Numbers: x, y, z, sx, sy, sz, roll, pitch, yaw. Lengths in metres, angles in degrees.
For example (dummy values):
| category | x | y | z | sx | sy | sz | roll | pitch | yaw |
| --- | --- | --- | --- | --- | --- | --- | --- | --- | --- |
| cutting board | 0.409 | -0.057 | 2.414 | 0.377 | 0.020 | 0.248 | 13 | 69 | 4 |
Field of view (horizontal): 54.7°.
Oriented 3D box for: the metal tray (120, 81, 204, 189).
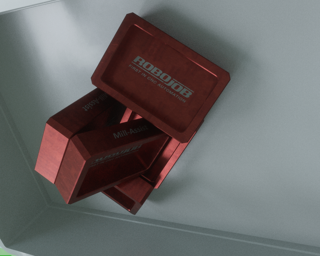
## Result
| category | x | y | z | sx | sy | sz | roll | pitch | yaw |
| --- | --- | --- | --- | --- | --- | --- | --- | --- | --- |
| metal tray | -0.011 | 0.014 | 0.416 | 0.090 | 0.030 | 0.129 | 34 | 129 | 5 |

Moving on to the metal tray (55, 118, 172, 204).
| category | x | y | z | sx | sy | sz | roll | pitch | yaw |
| --- | --- | --- | --- | --- | --- | --- | --- | --- | --- |
| metal tray | -0.050 | 0.034 | 0.369 | 0.030 | 0.131 | 0.089 | 50 | 132 | 23 |

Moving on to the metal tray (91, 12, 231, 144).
| category | x | y | z | sx | sy | sz | roll | pitch | yaw |
| --- | --- | --- | --- | --- | --- | --- | --- | --- | --- |
| metal tray | 0.000 | -0.055 | 0.346 | 0.130 | 0.030 | 0.090 | 34 | 103 | 5 |

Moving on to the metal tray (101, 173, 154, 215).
| category | x | y | z | sx | sy | sz | roll | pitch | yaw |
| --- | --- | --- | --- | --- | --- | --- | --- | --- | --- |
| metal tray | -0.078 | 0.075 | 0.466 | 0.130 | 0.030 | 0.090 | 34 | 153 | 5 |

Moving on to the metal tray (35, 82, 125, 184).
| category | x | y | z | sx | sy | sz | roll | pitch | yaw |
| --- | --- | --- | --- | --- | --- | --- | --- | --- | --- |
| metal tray | -0.090 | -0.001 | 0.382 | 0.030 | 0.131 | 0.089 | 35 | 129 | 6 |
